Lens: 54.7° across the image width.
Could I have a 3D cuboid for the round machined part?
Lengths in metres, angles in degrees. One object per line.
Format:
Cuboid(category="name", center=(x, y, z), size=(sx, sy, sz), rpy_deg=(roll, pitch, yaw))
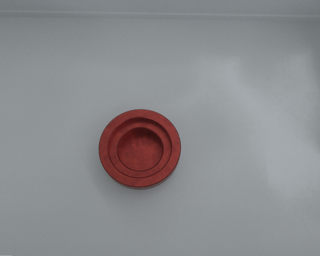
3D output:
Cuboid(category="round machined part", center=(-0.024, 0.029, 0.390), size=(0.099, 0.042, 0.098), rpy_deg=(0, 70, -1))
